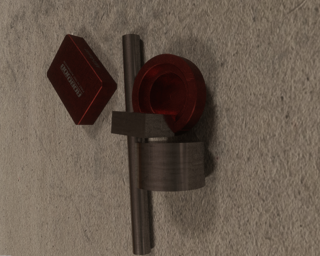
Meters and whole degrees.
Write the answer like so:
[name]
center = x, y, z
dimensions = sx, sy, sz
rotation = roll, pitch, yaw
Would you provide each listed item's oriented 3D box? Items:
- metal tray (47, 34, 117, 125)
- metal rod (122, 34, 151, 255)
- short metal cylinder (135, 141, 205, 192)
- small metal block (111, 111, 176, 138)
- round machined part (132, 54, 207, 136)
[metal tray]
center = -0.132, -0.079, 0.508
dimensions = 0.090, 0.030, 0.130
rotation = -51, 60, 27
[metal rod]
center = -0.033, 0.020, 0.429
dimensions = 0.025, 0.025, 0.298
rotation = -5, 87, 39
[short metal cylinder]
center = 0.011, 0.041, 0.358
dimensions = 0.080, 0.081, 0.050
rotation = -1, 89, 39
[small metal block]
center = -0.018, -0.005, 0.347
dimensions = 0.050, 0.050, 0.025
rotation = 7, 95, 39
[round machined part]
center = 0.015, -0.038, 0.380
dimensions = 0.098, 0.042, 0.097
rotation = 0, 90, 39
